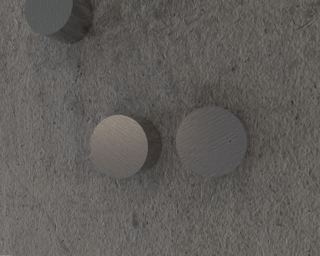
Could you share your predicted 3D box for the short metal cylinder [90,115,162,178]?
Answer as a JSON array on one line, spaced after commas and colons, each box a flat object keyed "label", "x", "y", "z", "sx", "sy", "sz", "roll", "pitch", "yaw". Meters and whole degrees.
[{"label": "short metal cylinder", "x": -0.044, "y": 0.023, "z": 0.411, "sx": 0.080, "sy": 0.050, "sz": 0.080, "roll": 0, "pitch": 90, "yaw": 20}]

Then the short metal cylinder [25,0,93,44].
[{"label": "short metal cylinder", "x": -0.145, "y": -0.167, "z": 0.447, "sx": 0.080, "sy": 0.050, "sz": 0.080, "roll": 0, "pitch": 90, "yaw": 20}]

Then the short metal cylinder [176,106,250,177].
[{"label": "short metal cylinder", "x": 0.065, "y": 0.015, "z": 0.373, "sx": 0.080, "sy": 0.050, "sz": 0.080, "roll": 0, "pitch": 90, "yaw": 20}]
